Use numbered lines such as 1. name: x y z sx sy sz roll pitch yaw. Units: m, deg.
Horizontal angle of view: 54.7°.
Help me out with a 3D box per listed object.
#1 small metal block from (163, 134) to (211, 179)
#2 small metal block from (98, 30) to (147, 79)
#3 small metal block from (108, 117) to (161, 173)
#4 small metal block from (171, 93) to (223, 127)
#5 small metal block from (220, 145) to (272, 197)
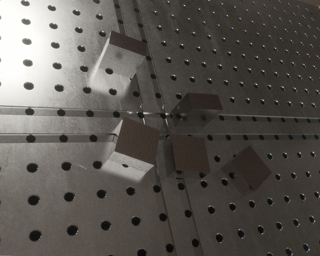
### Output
1. small metal block: 0.034 0.038 0.405 0.050 0.025 0.050 8 58 -25
2. small metal block: -0.052 -0.100 0.426 0.050 0.050 0.025 16 56 -20
3. small metal block: -0.031 0.021 0.380 0.050 0.025 0.050 22 54 -16
4. small metal block: 0.051 -0.024 0.436 0.050 0.050 0.025 0 62 -28
5. small metal block: 0.123 0.060 0.440 0.050 0.025 0.050 -31 79 -38
